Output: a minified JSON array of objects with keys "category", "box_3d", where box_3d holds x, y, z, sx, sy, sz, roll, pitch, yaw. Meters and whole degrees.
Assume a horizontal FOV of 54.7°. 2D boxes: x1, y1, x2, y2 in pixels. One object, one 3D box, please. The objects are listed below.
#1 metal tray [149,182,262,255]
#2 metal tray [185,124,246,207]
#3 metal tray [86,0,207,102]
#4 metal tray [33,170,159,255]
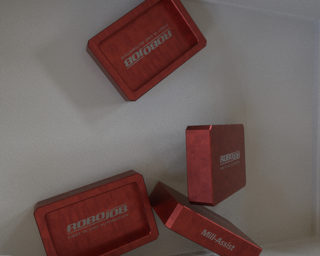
[{"category":"metal tray","box_3d":[0.054,0.122,0.395,0.130,0.090,0.030,32,87,-18]},{"category":"metal tray","box_3d":[0.076,0.040,0.397,0.131,0.030,0.089,-2,90,-59]},{"category":"metal tray","box_3d":[-0.016,-0.106,0.397,0.130,0.030,0.090,-40,103,-12]},{"category":"metal tray","box_3d":[-0.075,0.115,0.380,0.131,0.030,0.089,-17,96,-20]}]
